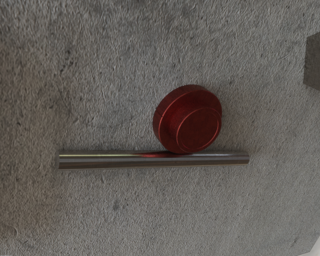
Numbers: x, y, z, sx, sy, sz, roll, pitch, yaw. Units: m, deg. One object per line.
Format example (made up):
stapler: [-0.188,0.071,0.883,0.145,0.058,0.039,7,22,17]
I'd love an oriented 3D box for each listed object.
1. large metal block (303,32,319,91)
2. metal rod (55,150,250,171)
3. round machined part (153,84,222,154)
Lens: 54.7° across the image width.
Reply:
large metal block: [0.274,-0.109,0.476,0.081,0.050,0.080,-25,128,-14]
metal rod: [0.009,0.044,0.440,0.303,0.025,0.025,3,117,-30]
round machined part: [0.043,-0.006,0.418,0.099,0.042,0.097,-14,125,-21]
